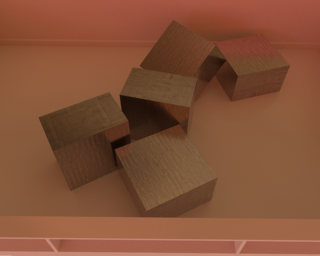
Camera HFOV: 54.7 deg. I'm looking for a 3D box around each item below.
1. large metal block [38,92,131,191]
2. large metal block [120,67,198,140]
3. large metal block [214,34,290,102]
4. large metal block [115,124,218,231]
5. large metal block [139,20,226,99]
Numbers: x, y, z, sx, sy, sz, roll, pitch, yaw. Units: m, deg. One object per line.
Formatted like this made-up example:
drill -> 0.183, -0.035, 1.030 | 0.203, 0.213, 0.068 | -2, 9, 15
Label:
large metal block -> -0.080, 0.016, 0.355 | 0.081, 0.080, 0.050 | -23, 54, -19
large metal block -> -0.001, -0.023, 0.389 | 0.080, 0.080, 0.050 | 11, 51, 8
large metal block -> 0.132, -0.092, 0.468 | 0.081, 0.050, 0.080 | -13, 51, -11
large metal block -> 0.005, 0.053, 0.345 | 0.081, 0.050, 0.080 | -21, 53, -17
large metal block -> 0.032, -0.093, 0.442 | 0.080, 0.050, 0.080 | 41, 98, 28
